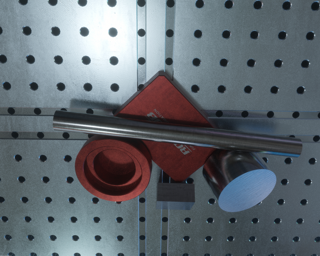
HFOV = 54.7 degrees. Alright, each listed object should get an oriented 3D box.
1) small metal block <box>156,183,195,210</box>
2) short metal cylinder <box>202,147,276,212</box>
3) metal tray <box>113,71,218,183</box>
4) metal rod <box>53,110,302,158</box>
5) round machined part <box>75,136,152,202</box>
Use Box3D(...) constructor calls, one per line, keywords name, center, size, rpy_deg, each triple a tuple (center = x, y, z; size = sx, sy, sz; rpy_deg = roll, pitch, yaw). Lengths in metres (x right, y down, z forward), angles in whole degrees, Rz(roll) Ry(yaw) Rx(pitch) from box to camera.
Box3D(name="small metal block", center=(0.020, 0.097, 0.435), size=(0.050, 0.025, 0.050), rpy_deg=(2, 153, -2))
Box3D(name="short metal cylinder", center=(0.103, 0.065, 0.409), size=(0.081, 0.050, 0.079), rpy_deg=(-11, 131, -13))
Box3D(name="metal tray", center=(0.014, 0.001, 0.413), size=(0.090, 0.030, 0.130), rpy_deg=(-42, 106, 13))
Box3D(name="metal rod", center=(0.024, 0.008, 0.383), size=(0.302, 0.025, 0.025), rpy_deg=(7, 110, -3))
Box3D(name="round machined part", center=(-0.059, 0.047, 0.416), size=(0.099, 0.042, 0.097), rpy_deg=(2, 116, 4))
